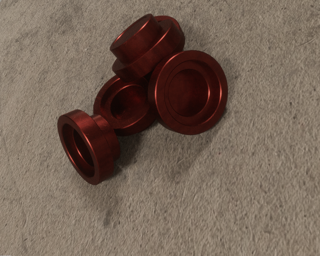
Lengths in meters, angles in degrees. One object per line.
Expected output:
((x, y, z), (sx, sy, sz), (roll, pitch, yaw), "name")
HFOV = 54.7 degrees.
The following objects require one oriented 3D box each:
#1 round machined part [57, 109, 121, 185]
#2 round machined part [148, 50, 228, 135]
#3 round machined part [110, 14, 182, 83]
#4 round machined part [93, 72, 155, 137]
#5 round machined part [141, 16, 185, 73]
((-0.088, 0.021, 0.399), (0.042, 0.097, 0.098), (-29, 43, -33), "round machined part")
((0.030, -0.042, 0.374), (0.098, 0.098, 0.042), (-54, 26, -10), "round machined part")
((-0.025, -0.106, 0.393), (0.098, 0.042, 0.098), (-32, 28, 20), "round machined part")
((-0.040, -0.031, 0.431), (0.098, 0.042, 0.098), (-13, 56, 20), "round machined part")
((-0.008, -0.119, 0.468), (0.098, 0.042, 0.098), (-13, 56, 20), "round machined part")
